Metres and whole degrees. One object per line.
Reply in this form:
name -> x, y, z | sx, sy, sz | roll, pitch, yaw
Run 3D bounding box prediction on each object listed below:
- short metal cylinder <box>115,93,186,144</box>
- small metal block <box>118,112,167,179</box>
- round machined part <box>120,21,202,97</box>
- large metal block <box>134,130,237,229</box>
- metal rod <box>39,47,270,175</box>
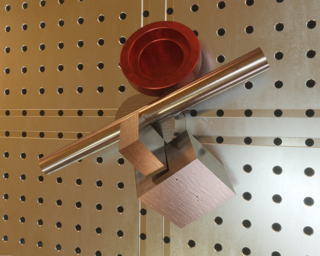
short metal cylinder -> -0.012, -0.003, 0.402 | 0.080, 0.050, 0.079 | 0, 90, 19
small metal block -> -0.019, 0.019, 0.340 | 0.025, 0.050, 0.050 | -31, 122, 17
round machined part -> 0.003, -0.082, 0.389 | 0.098, 0.042, 0.098 | -5, 67, 11
large metal block -> 0.028, 0.062, 0.364 | 0.080, 0.050, 0.080 | -37, 123, 16
metal rod -> -0.021, -0.011, 0.365 | 0.300, 0.025, 0.025 | -25, 82, 17
